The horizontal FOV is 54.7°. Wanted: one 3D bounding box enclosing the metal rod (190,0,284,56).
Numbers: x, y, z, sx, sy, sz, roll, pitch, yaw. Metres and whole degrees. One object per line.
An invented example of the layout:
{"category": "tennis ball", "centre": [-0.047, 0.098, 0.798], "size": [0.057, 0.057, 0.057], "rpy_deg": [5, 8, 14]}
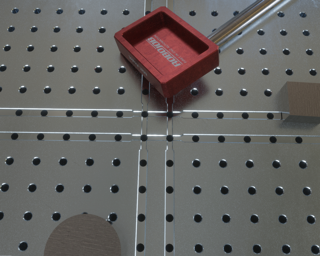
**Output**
{"category": "metal rod", "centre": [0.139, -0.174, 0.475], "size": [0.301, 0.025, 0.025], "rpy_deg": [-38, 75, -13]}

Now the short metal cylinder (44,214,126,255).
{"category": "short metal cylinder", "centre": [-0.081, 0.139, 0.347], "size": [0.081, 0.050, 0.080], "rpy_deg": [0, 70, 0]}

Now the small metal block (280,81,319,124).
{"category": "small metal block", "centre": [0.197, -0.035, 0.426], "size": [0.050, 0.025, 0.050], "rpy_deg": [4, 70, 1]}

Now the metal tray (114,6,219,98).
{"category": "metal tray", "centre": [0.007, -0.109, 0.427], "size": [0.090, 0.030, 0.130], "rpy_deg": [-34, 56, -11]}
